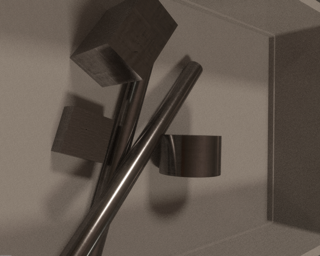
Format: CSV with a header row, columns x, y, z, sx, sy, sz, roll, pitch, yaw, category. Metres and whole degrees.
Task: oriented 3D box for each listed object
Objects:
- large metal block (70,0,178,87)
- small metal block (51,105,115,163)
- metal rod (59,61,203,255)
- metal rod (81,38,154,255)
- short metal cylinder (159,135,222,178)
x,y,z,sx,sy,sz,roll,pitch,yaw,category
-0.040,-0.095,0.339,0.050,0.080,0.080,44,64,-32,large metal block
-0.083,0.008,0.338,0.050,0.025,0.050,22,76,-38,small metal block
-0.016,0.019,0.368,0.025,0.025,0.301,53,51,-28,metal rod
-0.049,0.028,0.367,0.025,0.025,0.299,24,75,-38,metal rod
0.040,0.034,0.406,0.081,0.080,0.050,2,89,-40,short metal cylinder
